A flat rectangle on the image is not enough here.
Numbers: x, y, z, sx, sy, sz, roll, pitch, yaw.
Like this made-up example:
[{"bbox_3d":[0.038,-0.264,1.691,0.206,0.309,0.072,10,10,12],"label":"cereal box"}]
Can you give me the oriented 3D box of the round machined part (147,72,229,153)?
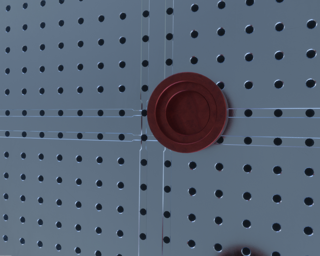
[{"bbox_3d":[0.037,-0.019,0.390,0.098,0.042,0.097,0,90,19],"label":"round machined part"}]
